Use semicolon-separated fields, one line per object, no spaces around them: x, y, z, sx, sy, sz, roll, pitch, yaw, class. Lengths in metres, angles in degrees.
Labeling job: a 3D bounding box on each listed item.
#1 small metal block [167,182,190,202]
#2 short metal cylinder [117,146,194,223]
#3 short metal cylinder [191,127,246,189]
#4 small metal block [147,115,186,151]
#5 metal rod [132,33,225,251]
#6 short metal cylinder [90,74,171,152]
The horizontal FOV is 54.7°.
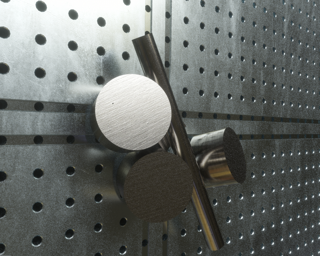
0.029;0.073;0.429;0.050;0.025;0.050;-48;119;-29;small metal block
-0.008;0.064;0.365;0.081;0.050;0.079;-1;94;-17;short metal cylinder
0.084;0.044;0.442;0.080;0.050;0.080;33;49;-48;short metal cylinder
0.000;-0.004;0.405;0.050;0.025;0.050;-51;120;-28;small metal block
0.029;0.029;0.396;0.025;0.025;0.298;-32;110;-35;metal rod
-0.034;-0.014;0.342;0.081;0.050;0.080;3;81;-19;short metal cylinder
